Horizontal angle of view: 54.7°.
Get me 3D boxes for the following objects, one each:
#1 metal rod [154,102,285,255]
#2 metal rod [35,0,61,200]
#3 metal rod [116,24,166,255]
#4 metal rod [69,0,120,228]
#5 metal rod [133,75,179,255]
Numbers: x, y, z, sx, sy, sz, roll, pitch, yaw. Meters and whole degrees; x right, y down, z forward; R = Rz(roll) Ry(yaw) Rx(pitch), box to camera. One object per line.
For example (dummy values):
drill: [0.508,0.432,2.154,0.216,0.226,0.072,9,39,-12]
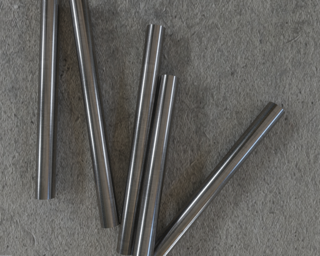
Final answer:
metal rod: [0.060,0.089,0.410,0.025,0.025,0.300,40,90,0]
metal rod: [-0.147,-0.057,0.408,0.025,0.025,0.298,2,90,0]
metal rod: [-0.025,0.015,0.409,0.025,0.025,0.298,8,90,0]
metal rod: [-0.086,-0.020,0.409,0.025,0.025,0.298,-8,90,0]
metal rod: [-0.009,0.080,0.395,0.025,0.025,0.298,9,84,0]
